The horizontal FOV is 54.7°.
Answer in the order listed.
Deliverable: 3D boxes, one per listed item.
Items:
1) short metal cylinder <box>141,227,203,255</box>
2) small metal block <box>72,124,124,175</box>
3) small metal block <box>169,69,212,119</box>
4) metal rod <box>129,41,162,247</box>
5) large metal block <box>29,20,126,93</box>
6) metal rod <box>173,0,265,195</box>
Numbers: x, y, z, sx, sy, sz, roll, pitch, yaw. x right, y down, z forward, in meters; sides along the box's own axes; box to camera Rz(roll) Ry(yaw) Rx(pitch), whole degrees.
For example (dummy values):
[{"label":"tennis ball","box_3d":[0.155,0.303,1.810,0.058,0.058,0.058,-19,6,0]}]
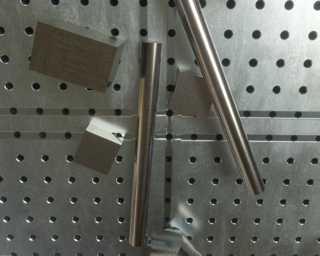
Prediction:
[{"label":"short metal cylinder","box_3d":[0.016,0.195,0.456,0.080,0.080,0.050,-37,106,12]},{"label":"small metal block","box_3d":[-0.084,0.029,0.423,0.050,0.025,0.050,24,108,-9]},{"label":"small metal block","box_3d":[0.042,-0.044,0.397,0.050,0.025,0.050,14,110,-5]},{"label":"metal rod","box_3d":[-0.022,0.035,0.425,0.025,0.025,0.298,5,110,-2]},{"label":"large metal block","box_3d":[-0.089,-0.084,0.352,0.080,0.080,0.050,17,109,-6]},{"label":"metal rod","box_3d":[0.070,-0.047,0.370,0.025,0.025,0.299,-22,108,8]}]
